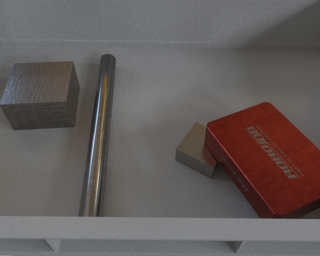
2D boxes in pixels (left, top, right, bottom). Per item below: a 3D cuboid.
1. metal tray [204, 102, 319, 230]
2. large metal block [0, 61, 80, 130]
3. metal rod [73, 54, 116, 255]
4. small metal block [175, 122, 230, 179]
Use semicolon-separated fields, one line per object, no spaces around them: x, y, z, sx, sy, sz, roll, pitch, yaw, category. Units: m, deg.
0.119;0.033;0.338;0.091;0.030;0.130;-19;50;-16;metal tray
-0.159;-0.045;0.425;0.081;0.050;0.080;-3;50;-3;large metal block
-0.077;0.006;0.398;0.025;0.025;0.300;-1;50;-2;metal rod
0.054;0.027;0.383;0.050;0.025;0.050;27;55;20;small metal block
